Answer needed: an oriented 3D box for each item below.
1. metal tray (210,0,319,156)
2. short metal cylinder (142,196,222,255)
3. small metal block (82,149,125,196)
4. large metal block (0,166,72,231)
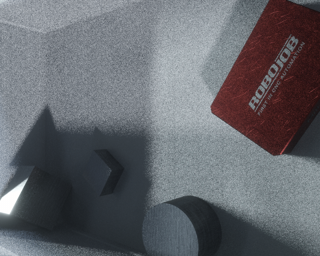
[{"bbox_3d":[0.119,-0.049,0.305,0.090,0.030,0.129,40,114,32],"label":"metal tray"},{"bbox_3d":[0.025,0.125,0.368,0.080,0.050,0.079,0,90,39],"label":"short metal cylinder"},{"bbox_3d":[-0.088,0.068,0.477,0.050,0.025,0.050,41,114,32],"label":"small metal block"},{"bbox_3d":[-0.209,0.117,0.520,0.050,0.080,0.080,-5,55,39],"label":"large metal block"}]
